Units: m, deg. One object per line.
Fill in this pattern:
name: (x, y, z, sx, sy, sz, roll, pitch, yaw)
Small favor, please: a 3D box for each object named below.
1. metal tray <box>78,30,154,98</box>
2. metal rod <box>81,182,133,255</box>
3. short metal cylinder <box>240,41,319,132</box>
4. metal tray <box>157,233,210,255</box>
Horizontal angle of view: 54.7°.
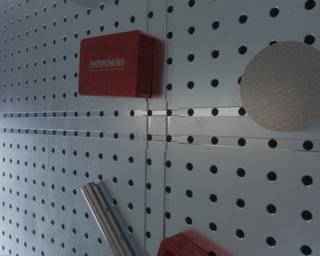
metal tray: (-0.070, -0.092, 0.464, 0.130, 0.030, 0.089, 6, 94, 39)
metal rod: (-0.040, 0.207, 0.441, 0.025, 0.025, 0.299, -50, 61, 28)
short metal cylinder: (0.124, -0.036, 0.291, 0.080, 0.050, 0.079, 0, 90, 40)
metal tray: (0.047, 0.200, 0.366, 0.130, 0.030, 0.089, 26, 106, 37)
